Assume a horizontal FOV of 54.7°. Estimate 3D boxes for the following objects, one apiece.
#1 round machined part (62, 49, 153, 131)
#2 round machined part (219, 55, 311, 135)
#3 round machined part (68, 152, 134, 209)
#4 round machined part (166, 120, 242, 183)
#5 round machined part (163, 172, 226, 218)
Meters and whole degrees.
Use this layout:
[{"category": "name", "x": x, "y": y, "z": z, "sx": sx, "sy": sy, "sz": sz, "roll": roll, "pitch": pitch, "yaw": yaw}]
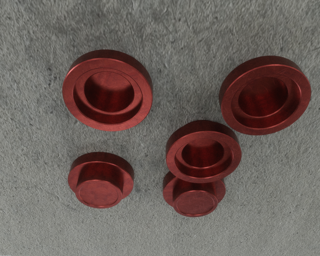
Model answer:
[{"category": "round machined part", "x": -0.057, "y": -0.046, "z": 0.356, "sx": 0.099, "sy": 0.042, "sz": 0.097, "roll": 0, "pitch": 130, "yaw": 0}, {"category": "round machined part", "x": 0.118, "y": -0.041, "z": 0.362, "sx": 0.099, "sy": 0.042, "sz": 0.097, "roll": 0, "pitch": 130, "yaw": 0}, {"category": "round machined part", "x": -0.089, "y": 0.085, "z": 0.467, "sx": 0.099, "sy": 0.042, "sz": 0.097, "roll": 0, "pitch": 130, "yaw": 0}, {"category": "round machined part", "x": 0.057, "y": 0.027, "z": 0.420, "sx": 0.099, "sy": 0.042, "sz": 0.097, "roll": 0, "pitch": 130, "yaw": 0}, {"category": "round machined part", "x": 0.054, "y": 0.103, "z": 0.484, "sx": 0.099, "sy": 0.042, "sz": 0.097, "roll": 0, "pitch": 130, "yaw": 0}]
